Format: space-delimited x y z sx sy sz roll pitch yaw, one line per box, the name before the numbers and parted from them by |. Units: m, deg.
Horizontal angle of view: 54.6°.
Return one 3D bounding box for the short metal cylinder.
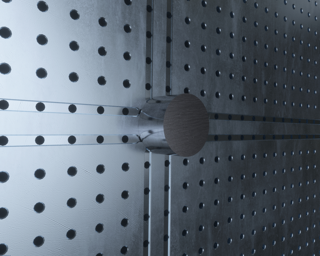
short metal cylinder | 0.019 -0.004 0.407 0.081 0.050 0.080 0 90 -40
